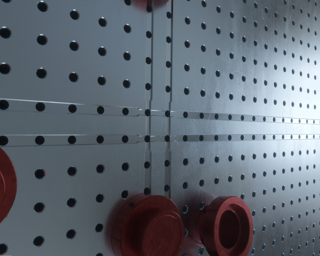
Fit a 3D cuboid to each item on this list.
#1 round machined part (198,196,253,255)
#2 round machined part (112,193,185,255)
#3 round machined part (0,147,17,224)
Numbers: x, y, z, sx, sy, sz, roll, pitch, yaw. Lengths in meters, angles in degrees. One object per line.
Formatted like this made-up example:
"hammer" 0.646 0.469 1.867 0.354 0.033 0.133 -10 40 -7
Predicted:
"round machined part" 0.097 0.153 0.472 0.099 0.042 0.098 9 76 -41
"round machined part" -0.008 0.134 0.391 0.099 0.042 0.097 0 90 -40
"round machined part" -0.170 0.052 0.256 0.099 0.042 0.097 0 90 -40
